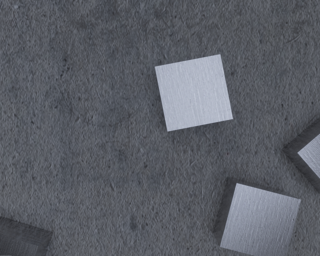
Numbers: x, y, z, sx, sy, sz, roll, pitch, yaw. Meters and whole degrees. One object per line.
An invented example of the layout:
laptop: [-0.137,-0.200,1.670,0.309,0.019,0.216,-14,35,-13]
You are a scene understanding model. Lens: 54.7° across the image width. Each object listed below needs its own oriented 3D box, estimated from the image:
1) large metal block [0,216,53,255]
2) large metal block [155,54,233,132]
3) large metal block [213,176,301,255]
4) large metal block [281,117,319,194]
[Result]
large metal block: [-0.196,0.168,0.396,0.080,0.050,0.080,17,90,0]
large metal block: [0.041,-0.042,0.398,0.080,0.050,0.080,-11,90,0]
large metal block: [0.121,0.115,0.398,0.080,0.050,0.080,15,90,0]
large metal block: [0.223,0.034,0.399,0.080,0.050,0.080,-41,90,0]
